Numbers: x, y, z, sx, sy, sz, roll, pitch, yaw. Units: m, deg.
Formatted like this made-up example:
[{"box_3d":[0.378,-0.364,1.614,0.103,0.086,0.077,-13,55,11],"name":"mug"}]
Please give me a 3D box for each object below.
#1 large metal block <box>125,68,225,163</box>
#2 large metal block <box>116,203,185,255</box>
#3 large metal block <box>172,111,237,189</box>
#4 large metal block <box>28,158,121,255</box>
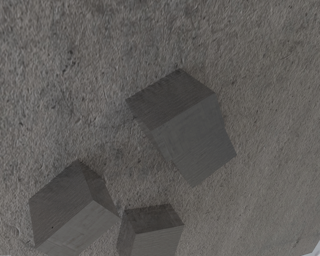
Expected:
[{"box_3d":[0.016,-0.018,0.369,0.080,0.080,0.050,-31,129,-8],"name":"large metal block"},{"box_3d":[-0.017,0.171,0.487,0.081,0.050,0.079,-1,119,-28],"name":"large metal block"},{"box_3d":[0.050,0.025,0.433,0.080,0.050,0.080,-37,129,-4],"name":"large metal block"},{"box_3d":[-0.105,0.098,0.374,0.080,0.080,0.050,-41,130,-1],"name":"large metal block"}]
